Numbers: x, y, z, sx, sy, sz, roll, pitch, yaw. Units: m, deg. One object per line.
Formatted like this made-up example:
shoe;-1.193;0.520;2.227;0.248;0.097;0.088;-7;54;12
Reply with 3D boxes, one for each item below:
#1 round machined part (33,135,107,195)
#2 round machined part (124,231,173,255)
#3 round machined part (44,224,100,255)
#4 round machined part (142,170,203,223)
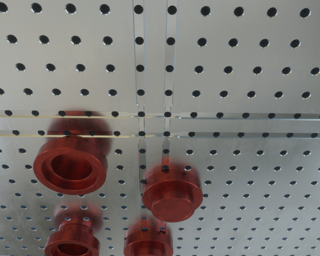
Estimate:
round machined part;-0.124;0.049;0.440;0.099;0.042;0.097;-1;130;0
round machined part;-0.023;0.247;0.611;0.099;0.042;0.097;-1;130;0
round machined part;-0.162;0.218;0.584;0.099;0.042;0.097;-1;130;0
round machined part;0.021;0.116;0.500;0.099;0.042;0.097;-1;130;0
